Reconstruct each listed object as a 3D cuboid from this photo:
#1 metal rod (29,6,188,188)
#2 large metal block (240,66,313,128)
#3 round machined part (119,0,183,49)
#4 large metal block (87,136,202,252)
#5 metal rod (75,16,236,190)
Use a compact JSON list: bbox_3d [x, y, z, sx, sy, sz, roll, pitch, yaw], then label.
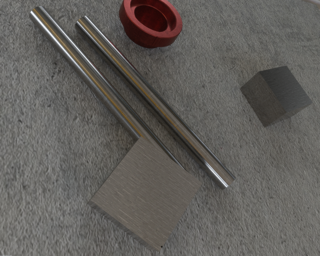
[{"bbox_3d":[-0.064,-0.039,0.394,0.300,0.025,0.025,49,51,6],"label":"metal rod"},{"bbox_3d":[0.199,-0.055,0.532,0.081,0.050,0.080,-17,71,-35],"label":"large metal block"},{"bbox_3d":[-0.018,-0.164,0.485,0.099,0.042,0.098,14,56,-21],"label":"round machined part"},{"bbox_3d":[-0.017,0.069,0.325,0.080,0.050,0.080,38,66,-3],"label":"large metal block"},{"bbox_3d":[-0.009,-0.037,0.422,0.300,0.025,0.025,48,51,5],"label":"metal rod"}]
